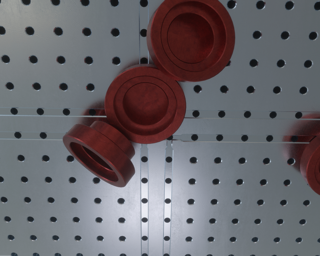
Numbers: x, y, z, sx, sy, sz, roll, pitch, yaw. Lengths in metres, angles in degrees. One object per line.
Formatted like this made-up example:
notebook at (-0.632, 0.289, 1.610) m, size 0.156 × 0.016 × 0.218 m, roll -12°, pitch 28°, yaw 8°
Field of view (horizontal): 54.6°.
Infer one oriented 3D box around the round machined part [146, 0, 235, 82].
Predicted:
round machined part at (0.032, -0.101, 0.356) m, size 0.099 × 0.042 × 0.097 m, roll -2°, pitch 96°, yaw -16°

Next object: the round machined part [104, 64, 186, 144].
round machined part at (-0.018, -0.033, 0.392) m, size 0.099 × 0.042 × 0.097 m, roll 0°, pitch 111°, yaw 0°

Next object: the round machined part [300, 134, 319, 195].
round machined part at (0.240, 0.044, 0.422) m, size 0.099 × 0.042 × 0.097 m, roll 0°, pitch 110°, yaw 0°

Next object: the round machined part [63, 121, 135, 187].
round machined part at (-0.071, 0.029, 0.396) m, size 0.098 × 0.098 × 0.042 m, roll 45°, pitch 62°, yaw -15°
